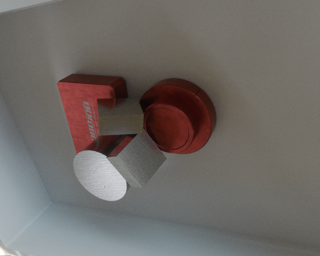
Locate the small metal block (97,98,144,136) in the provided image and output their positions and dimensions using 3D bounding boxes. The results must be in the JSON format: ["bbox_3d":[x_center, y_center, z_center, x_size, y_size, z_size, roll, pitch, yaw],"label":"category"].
[{"bbox_3d":[-0.049,-0.015,0.372,0.050,0.050,0.025,-3,118,-13],"label":"small metal block"}]

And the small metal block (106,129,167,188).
[{"bbox_3d":[-0.027,0.036,0.376,0.025,0.050,0.050,-12,121,53],"label":"small metal block"}]

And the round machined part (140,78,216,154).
[{"bbox_3d":[0.016,-0.008,0.381,0.098,0.042,0.097,13,124,20],"label":"round machined part"}]

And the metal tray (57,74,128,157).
[{"bbox_3d":[-0.086,-0.009,0.439,0.090,0.030,0.129,7,122,24],"label":"metal tray"}]

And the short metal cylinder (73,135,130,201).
[{"bbox_3d":[-0.068,0.050,0.417,0.080,0.050,0.079,13,124,20],"label":"short metal cylinder"}]
